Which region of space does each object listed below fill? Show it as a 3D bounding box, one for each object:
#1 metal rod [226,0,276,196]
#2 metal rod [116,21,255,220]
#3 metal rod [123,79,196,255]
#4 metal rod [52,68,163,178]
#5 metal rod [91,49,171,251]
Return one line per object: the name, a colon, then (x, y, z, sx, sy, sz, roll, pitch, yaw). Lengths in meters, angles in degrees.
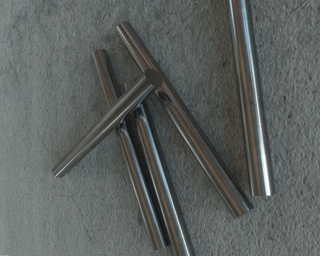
metal rod: (0.090, -0.080, 0.330, 0.025, 0.025, 0.298, -10, 84, 39)
metal rod: (0.019, -0.026, 0.389, 0.025, 0.025, 0.299, -46, 63, 30)
metal rod: (0.005, 0.075, 0.401, 0.025, 0.025, 0.299, -28, 72, 36)
metal rod: (-0.094, 0.010, 0.455, 0.299, 0.025, 0.025, -38, 67, 42)
metal rod: (-0.046, 0.020, 0.442, 0.025, 0.025, 0.299, -31, 71, 35)
